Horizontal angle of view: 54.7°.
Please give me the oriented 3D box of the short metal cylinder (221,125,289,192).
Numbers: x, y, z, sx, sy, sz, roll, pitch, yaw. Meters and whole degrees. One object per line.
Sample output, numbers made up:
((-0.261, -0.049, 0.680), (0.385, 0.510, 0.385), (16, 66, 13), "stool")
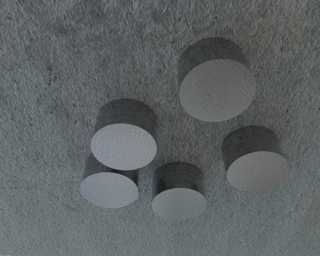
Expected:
((0.129, 0.043, 0.428), (0.081, 0.050, 0.079), (0, 130, 0), "short metal cylinder")

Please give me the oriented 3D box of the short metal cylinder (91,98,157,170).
((-0.044, 0.009, 0.398), (0.081, 0.050, 0.079), (0, 130, 0), "short metal cylinder")

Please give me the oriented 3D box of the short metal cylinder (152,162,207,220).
((0.028, 0.097, 0.474), (0.081, 0.050, 0.079), (0, 130, 0), "short metal cylinder")

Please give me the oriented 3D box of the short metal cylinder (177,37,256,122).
((0.061, -0.053, 0.346), (0.081, 0.050, 0.079), (0, 130, 0), "short metal cylinder")

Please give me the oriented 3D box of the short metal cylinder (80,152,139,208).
((-0.071, 0.072, 0.451), (0.081, 0.050, 0.079), (0, 130, 0), "short metal cylinder")
